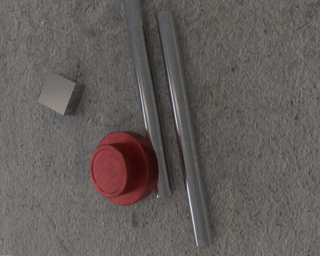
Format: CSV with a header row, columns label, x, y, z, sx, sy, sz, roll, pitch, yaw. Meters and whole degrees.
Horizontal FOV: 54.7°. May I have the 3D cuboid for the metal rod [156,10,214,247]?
label,x,y,z,sx,sy,sz,roll,pitch,yaw
metal rod,0.031,-0.002,0.397,0.025,0.025,0.298,-11,86,19

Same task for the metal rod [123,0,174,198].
label,x,y,z,sx,sy,sz,roll,pitch,yaw
metal rod,-0.018,-0.059,0.415,0.025,0.025,0.298,-11,86,19

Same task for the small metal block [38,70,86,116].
label,x,y,z,sx,sy,sz,roll,pitch,yaw
small metal block,-0.146,-0.051,0.460,0.050,0.025,0.050,26,99,18

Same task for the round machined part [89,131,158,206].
label,x,y,z,sx,sy,sz,roll,pitch,yaw
round machined part,-0.054,0.054,0.405,0.098,0.042,0.097,3,94,36
